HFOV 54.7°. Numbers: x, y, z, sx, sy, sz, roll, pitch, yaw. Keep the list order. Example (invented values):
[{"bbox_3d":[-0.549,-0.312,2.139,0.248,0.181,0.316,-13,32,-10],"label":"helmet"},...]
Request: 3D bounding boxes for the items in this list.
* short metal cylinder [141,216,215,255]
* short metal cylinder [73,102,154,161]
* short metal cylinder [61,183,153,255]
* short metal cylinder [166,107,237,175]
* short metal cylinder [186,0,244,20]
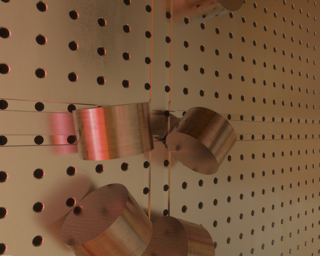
[{"bbox_3d":[0.022,0.157,0.392,0.050,0.080,0.080,28,73,-37],"label":"short metal cylinder"},{"bbox_3d":[-0.049,0.001,0.332,0.081,0.080,0.050,-11,98,-39],"label":"short metal cylinder"},{"bbox_3d":[-0.055,0.105,0.327,0.080,0.080,0.050,-46,118,-30],"label":"short metal cylinder"},{"bbox_3d":[0.055,0.018,0.419,0.050,0.080,0.080,-50,120,-28],"label":"short metal cylinder"},{"bbox_3d":[0.082,-0.208,0.461,0.081,0.050,0.079,0,90,-40],"label":"short metal cylinder"}]
